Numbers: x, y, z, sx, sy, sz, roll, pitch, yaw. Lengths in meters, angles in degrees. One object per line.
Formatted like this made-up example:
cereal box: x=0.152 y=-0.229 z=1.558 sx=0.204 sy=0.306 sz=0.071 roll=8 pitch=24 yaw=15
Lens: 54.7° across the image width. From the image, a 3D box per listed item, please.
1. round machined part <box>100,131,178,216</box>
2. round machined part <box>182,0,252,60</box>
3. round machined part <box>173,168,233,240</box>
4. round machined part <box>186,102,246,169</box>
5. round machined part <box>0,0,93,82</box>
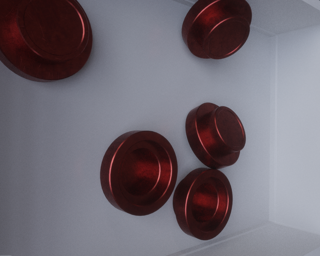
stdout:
round machined part: x=-0.029 y=0.052 z=0.372 sx=0.099 sy=0.042 sz=0.097 roll=0 pitch=90 yaw=-40
round machined part: x=0.083 y=-0.134 z=0.427 sx=0.099 sy=0.097 sz=0.042 roll=8 pitch=44 yaw=-40
round machined part: x=0.057 y=0.105 z=0.443 sx=0.099 sy=0.042 sz=0.097 roll=0 pitch=91 yaw=-40
round machined part: x=0.086 y=0.007 z=0.447 sx=0.099 sy=0.042 sz=0.098 roll=22 pitch=55 yaw=-35
round machined part: x=-0.110 y=-0.096 z=0.303 sx=0.099 sy=0.042 sz=0.097 roll=0 pitch=90 yaw=-40
